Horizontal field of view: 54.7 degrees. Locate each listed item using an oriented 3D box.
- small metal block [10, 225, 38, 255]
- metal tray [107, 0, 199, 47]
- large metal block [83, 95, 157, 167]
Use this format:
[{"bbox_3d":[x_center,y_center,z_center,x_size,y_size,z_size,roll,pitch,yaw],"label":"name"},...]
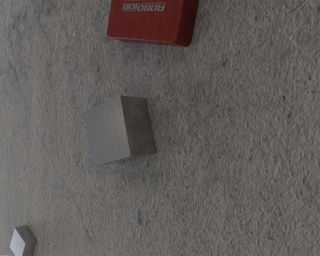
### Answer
[{"bbox_3d":[-0.281,0.238,0.637,0.050,0.025,0.050,33,110,35],"label":"small metal block"},{"bbox_3d":[-0.012,-0.160,0.412,0.130,0.030,0.089,17,101,38],"label":"metal tray"},{"bbox_3d":[-0.058,0.006,0.436,0.080,0.050,0.080,-18,79,38],"label":"large metal block"}]
